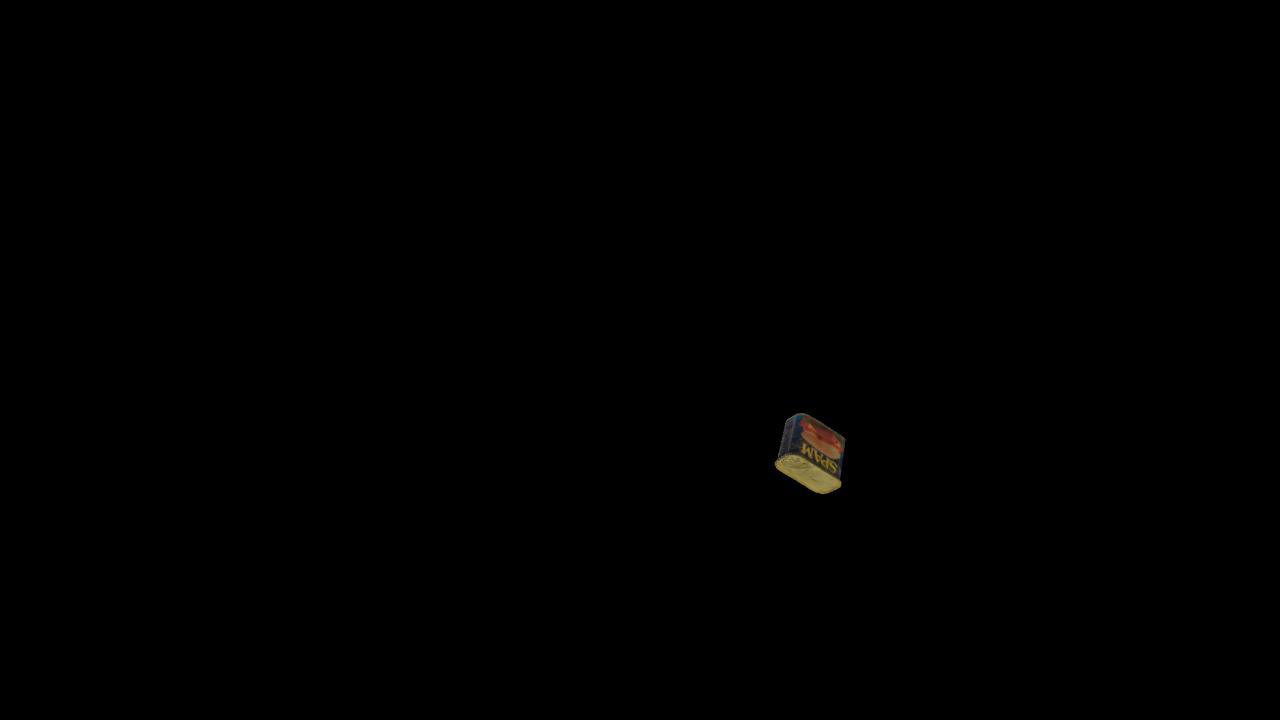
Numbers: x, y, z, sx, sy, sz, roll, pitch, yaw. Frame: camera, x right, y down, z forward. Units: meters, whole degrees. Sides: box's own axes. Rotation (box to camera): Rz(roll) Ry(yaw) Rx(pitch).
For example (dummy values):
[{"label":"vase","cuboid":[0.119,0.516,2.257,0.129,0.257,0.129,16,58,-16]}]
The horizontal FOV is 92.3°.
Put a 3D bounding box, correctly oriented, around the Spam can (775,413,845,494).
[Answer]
[{"label":"Spam can","cuboid":[0.267,0.144,0.957,0.101,0.085,0.058,32,-39,-10]}]
